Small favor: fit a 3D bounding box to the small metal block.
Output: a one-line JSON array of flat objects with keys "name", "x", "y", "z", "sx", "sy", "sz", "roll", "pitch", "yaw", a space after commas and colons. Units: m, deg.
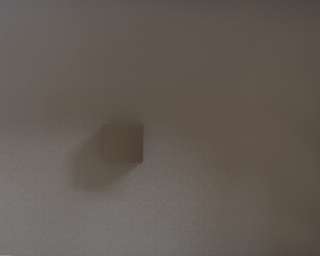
[{"name": "small metal block", "x": -0.048, "y": 0.020, "z": 0.411, "sx": 0.050, "sy": 0.025, "sz": 0.050, "roll": 1, "pitch": 90, "yaw": -1}]
